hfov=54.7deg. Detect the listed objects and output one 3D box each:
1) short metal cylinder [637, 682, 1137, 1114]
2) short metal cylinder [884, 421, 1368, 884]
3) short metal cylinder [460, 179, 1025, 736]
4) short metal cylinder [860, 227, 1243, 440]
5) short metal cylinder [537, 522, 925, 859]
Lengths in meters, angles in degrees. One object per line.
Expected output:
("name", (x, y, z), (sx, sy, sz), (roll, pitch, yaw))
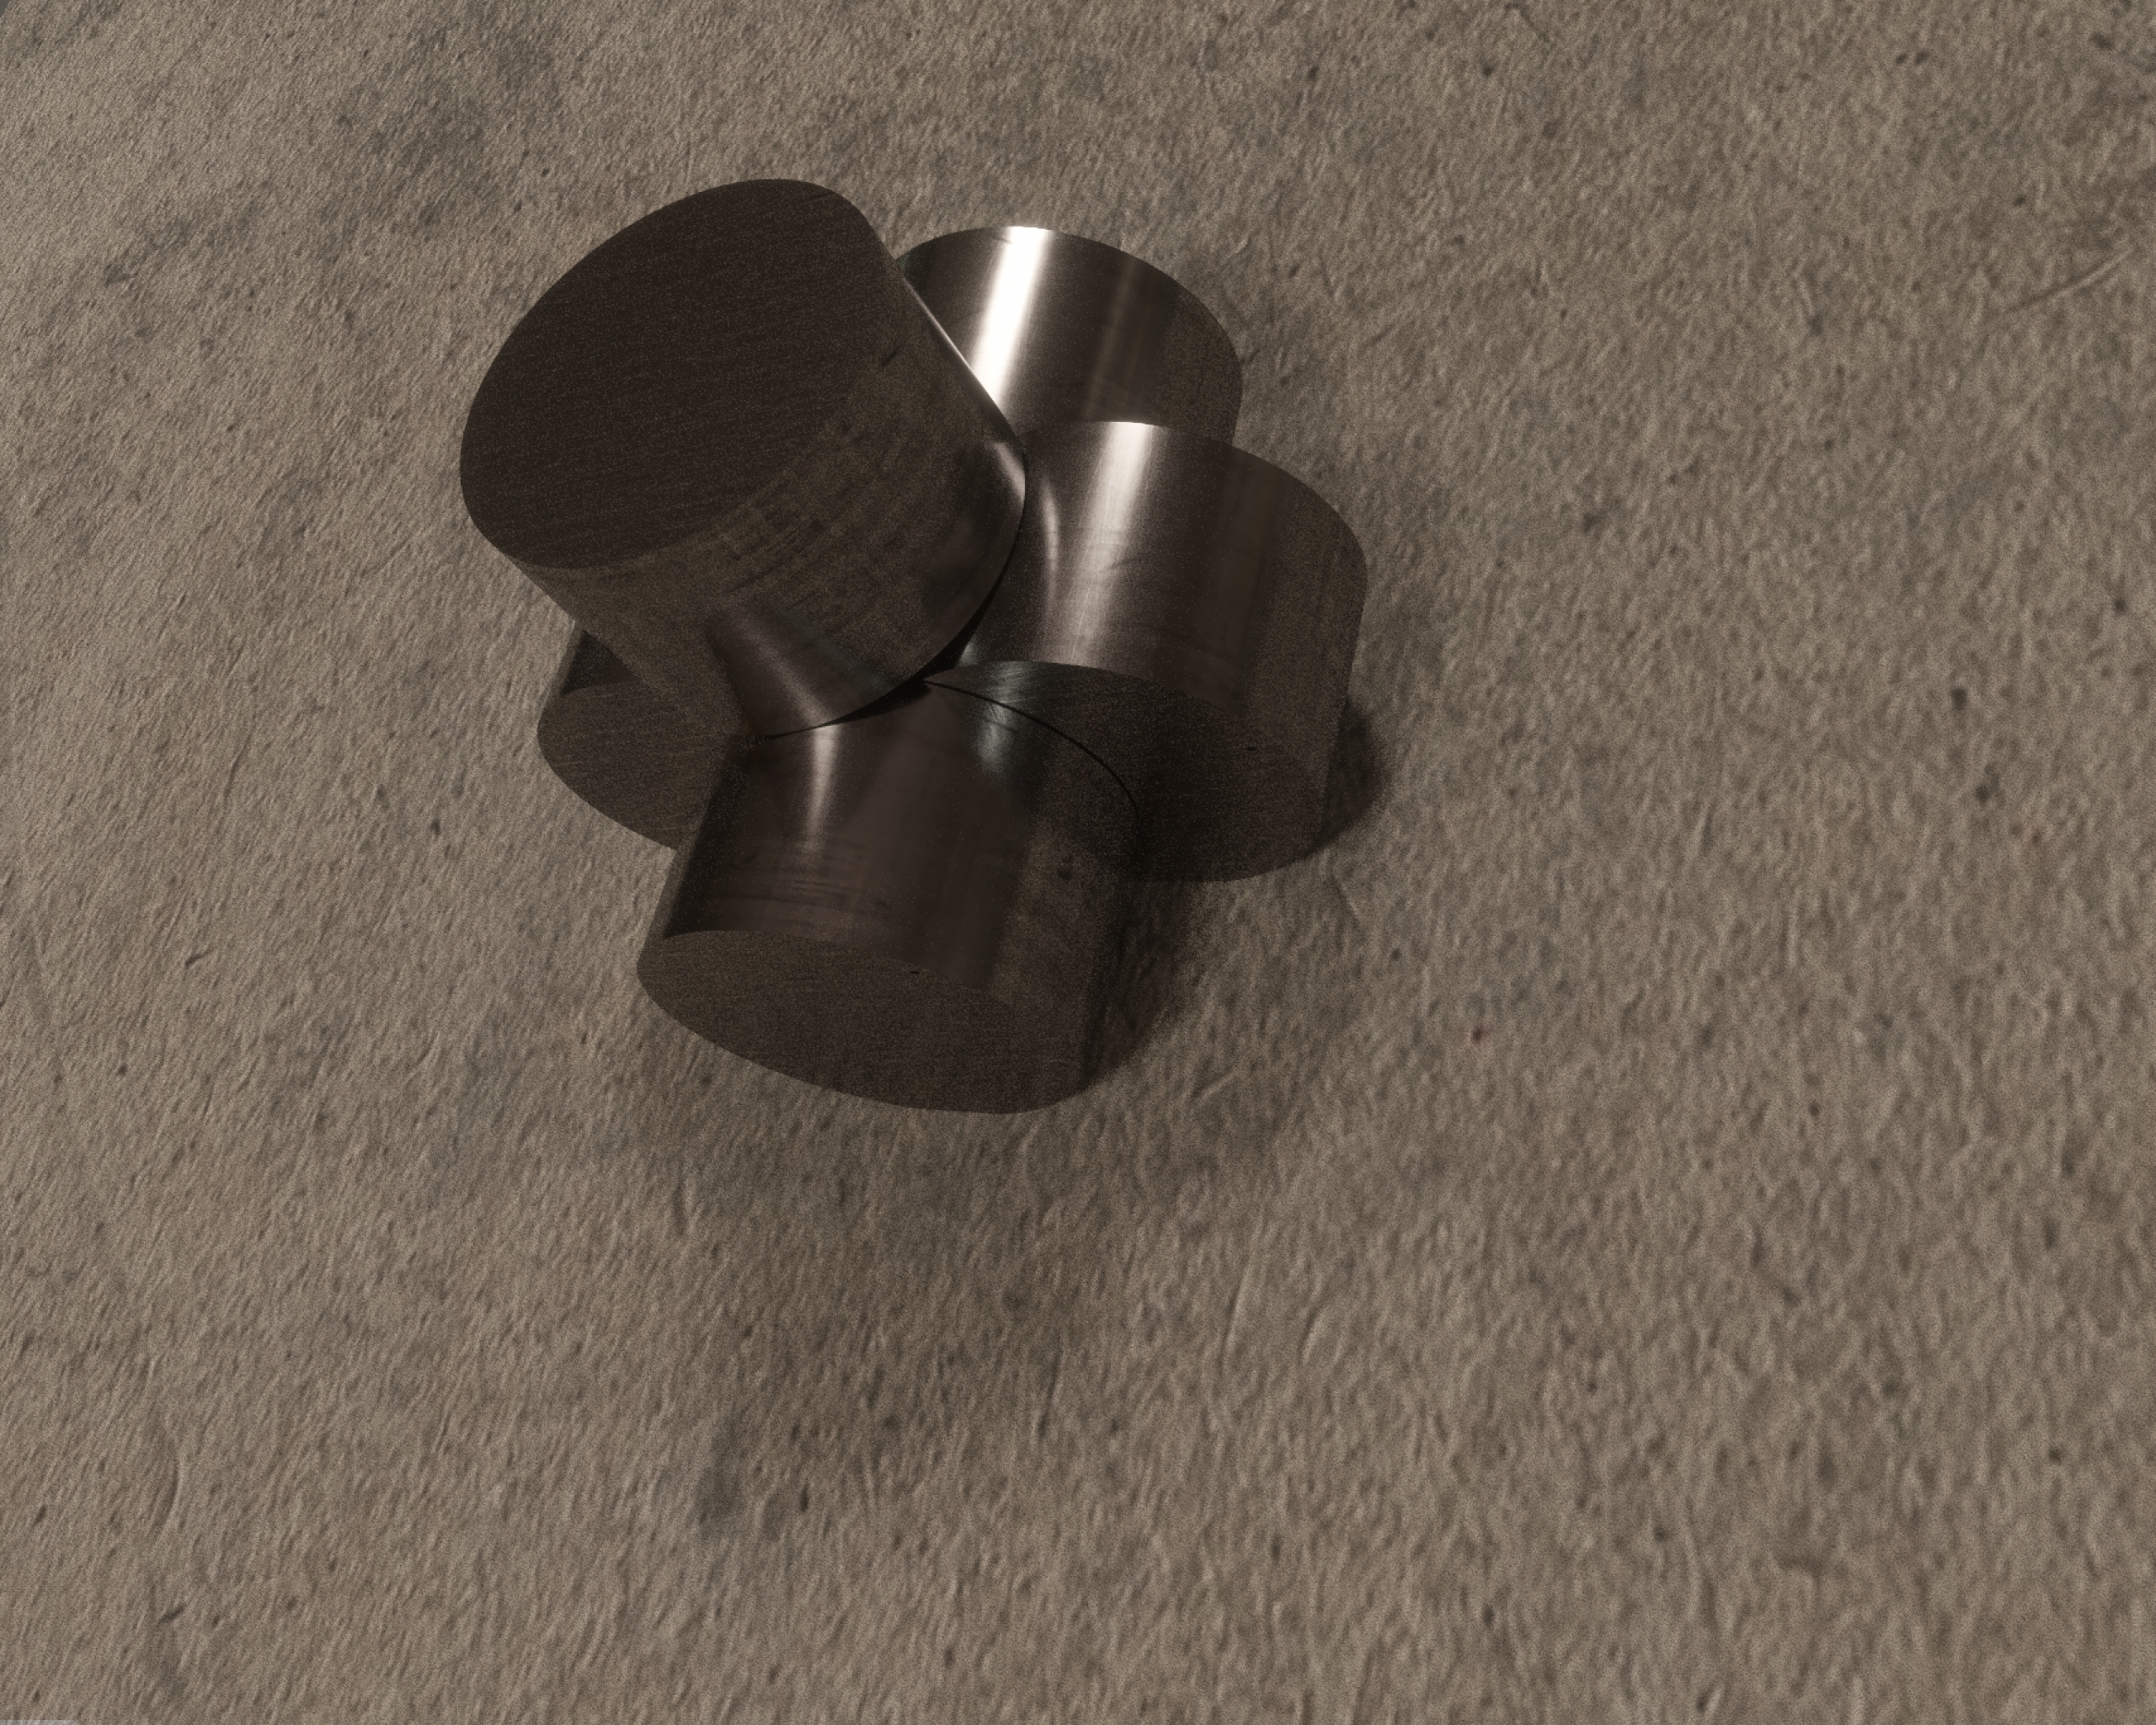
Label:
("short metal cylinder", (-0.034, 0.008, 0.381), (0.080, 0.080, 0.050), (0, 62, 28))
("short metal cylinder", (0.010, -0.036, 0.386), (0.080, 0.080, 0.050), (0, 62, 28))
("short metal cylinder", (-0.056, -0.069, 0.356), (0.080, 0.050, 0.080), (-13, 56, 20))
("short metal cylinder", (-0.010, -0.082, 0.424), (0.080, 0.080, 0.050), (-2, 61, 27))
("short metal cylinder", (-0.062, -0.036, 0.423), (0.080, 0.080, 0.050), (-1, 62, 27))
